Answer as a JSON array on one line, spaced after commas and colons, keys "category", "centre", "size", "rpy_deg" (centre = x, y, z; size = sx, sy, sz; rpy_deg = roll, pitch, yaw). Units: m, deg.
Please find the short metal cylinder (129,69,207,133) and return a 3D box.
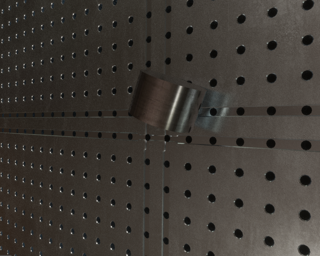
[{"category": "short metal cylinder", "centre": [0.009, -0.033, 0.365], "size": [0.080, 0.081, 0.050], "rpy_deg": [28, 108, 36]}]
